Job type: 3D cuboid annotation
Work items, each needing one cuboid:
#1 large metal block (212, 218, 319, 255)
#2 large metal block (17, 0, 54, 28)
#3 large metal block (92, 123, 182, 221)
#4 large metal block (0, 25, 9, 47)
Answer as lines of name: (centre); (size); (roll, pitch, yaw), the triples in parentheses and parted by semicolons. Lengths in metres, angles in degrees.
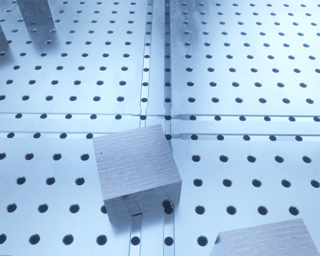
large metal block: (0.100, 0.135, 0.279); (0.081, 0.050, 0.080); (-7, 51, -7)
large metal block: (-0.237, -0.247, 0.576); (0.050, 0.080, 0.080); (-14, 52, -11)
large metal block: (-0.027, 0.048, 0.351); (0.081, 0.050, 0.080); (-12, 51, -11)
large metal block: (-0.323, -0.168, 0.529); (0.081, 0.050, 0.080); (-31, 57, -24)
